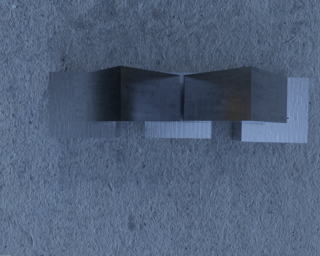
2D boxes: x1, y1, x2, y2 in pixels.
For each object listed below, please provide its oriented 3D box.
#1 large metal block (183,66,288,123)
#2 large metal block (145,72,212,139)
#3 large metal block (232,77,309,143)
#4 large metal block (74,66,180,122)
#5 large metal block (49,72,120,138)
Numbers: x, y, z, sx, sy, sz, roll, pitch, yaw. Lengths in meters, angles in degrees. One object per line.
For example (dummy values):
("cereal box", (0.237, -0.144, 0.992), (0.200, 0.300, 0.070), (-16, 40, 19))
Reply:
("large metal block", (0.082, -0.031, 0.337), (0.080, 0.081, 0.050), (1, 90, 44))
("large metal block", (0.022, -0.028, 0.399), (0.081, 0.050, 0.079), (1, 90, -1))
("large metal block", (0.140, -0.022, 0.401), (0.081, 0.050, 0.079), (2, 90, -1))
("large metal block", (-0.035, -0.032, 0.333), (0.081, 0.080, 0.050), (-1, 91, -46))
("large metal block", (-0.093, -0.028, 0.398), (0.081, 0.050, 0.079), (0, 90, -1))
